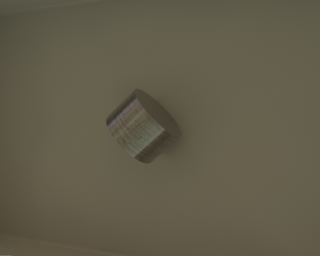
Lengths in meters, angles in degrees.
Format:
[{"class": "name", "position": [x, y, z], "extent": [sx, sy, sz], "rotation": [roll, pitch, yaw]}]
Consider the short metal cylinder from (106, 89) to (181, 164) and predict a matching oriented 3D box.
[{"class": "short metal cylinder", "position": [-0.019, -0.003, 0.385], "extent": [0.050, 0.080, 0.080], "rotation": [-43, 77, 15]}]
